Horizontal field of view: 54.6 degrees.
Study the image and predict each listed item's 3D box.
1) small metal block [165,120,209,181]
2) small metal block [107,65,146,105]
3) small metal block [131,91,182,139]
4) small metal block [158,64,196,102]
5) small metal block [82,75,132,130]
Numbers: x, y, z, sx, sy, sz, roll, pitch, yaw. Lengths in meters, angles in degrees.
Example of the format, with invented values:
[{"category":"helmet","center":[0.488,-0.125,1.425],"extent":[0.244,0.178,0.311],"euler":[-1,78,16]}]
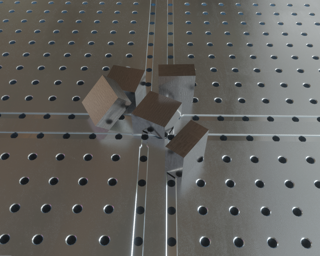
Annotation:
[{"category":"small metal block","center":[0.031,0.027,0.369],"extent":[0.025,0.050,0.050],"euler":[31,57,23]},{"category":"small metal block","center":[-0.053,-0.065,0.462],"extent":[0.050,0.025,0.050],"euler":[11,51,9]},{"category":"small metal block","center":[-0.004,-0.019,0.424],"extent":[0.050,0.025,0.050],"euler":[23,54,18]},{"category":"small metal block","center":[0.023,-0.064,0.445],"extent":[0.050,0.050,0.025],"euler":[-1,50,-1]},{"category":"small metal block","center":[-0.073,-0.034,0.419],"extent":[0.050,0.025,0.050],"euler":[-49,54,17]}]
